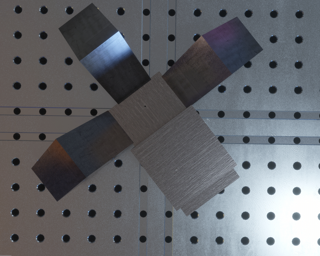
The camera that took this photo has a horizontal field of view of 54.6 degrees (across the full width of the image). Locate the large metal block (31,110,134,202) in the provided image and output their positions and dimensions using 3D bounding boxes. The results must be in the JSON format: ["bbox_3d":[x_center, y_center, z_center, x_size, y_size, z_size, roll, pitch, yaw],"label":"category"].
[{"bbox_3d":[-0.092,0.033,0.370,0.050,0.080,0.080,52,132,1],"label":"large metal block"}]

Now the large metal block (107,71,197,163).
[{"bbox_3d":[-0.008,-0.013,0.401,0.080,0.050,0.080,-38,90,0],"label":"large metal block"}]

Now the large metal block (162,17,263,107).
[{"bbox_3d":[0.062,-0.077,0.371,0.050,0.080,0.080,52,50,0],"label":"large metal block"}]

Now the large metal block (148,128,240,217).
[{"bbox_3d":[0.041,0.052,0.400,0.080,0.050,0.080,-37,89,-1],"label":"large metal block"}]

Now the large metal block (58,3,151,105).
[{"bbox_3d":[-0.065,-0.088,0.370,0.050,0.080,0.080,-38,51,0],"label":"large metal block"}]

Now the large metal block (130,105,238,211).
[{"bbox_3d":[0.025,0.031,0.350,0.080,0.050,0.080,-37,91,-1],"label":"large metal block"}]
